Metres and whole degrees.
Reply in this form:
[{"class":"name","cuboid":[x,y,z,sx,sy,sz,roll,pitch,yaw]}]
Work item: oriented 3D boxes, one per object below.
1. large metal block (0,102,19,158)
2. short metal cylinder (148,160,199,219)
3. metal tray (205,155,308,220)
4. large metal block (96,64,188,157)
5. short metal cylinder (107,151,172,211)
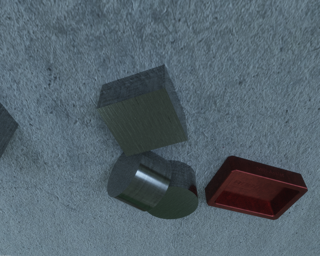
[{"class":"large metal block","cuboid":[-0.227,-0.001,0.368,0.050,0.080,0.080,-14,129,11]},{"class":"short metal cylinder","cuboid":[0.016,0.095,0.472,0.081,0.050,0.079,0,130,0]},{"class":"metal tray","cuboid":[0.148,0.097,0.488,0.131,0.030,0.089,15,128,-13]},{"class":"large metal block","cuboid":[-0.018,-0.019,0.374,0.080,0.050,0.080,-16,129,13]},{"class":"short metal cylinder","cuboid":[-0.029,0.068,0.429,0.050,0.080,0.080,33,123,-25]}]
